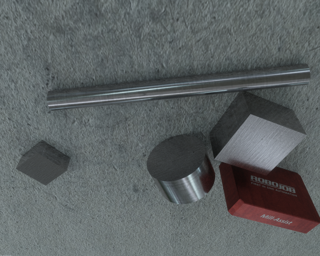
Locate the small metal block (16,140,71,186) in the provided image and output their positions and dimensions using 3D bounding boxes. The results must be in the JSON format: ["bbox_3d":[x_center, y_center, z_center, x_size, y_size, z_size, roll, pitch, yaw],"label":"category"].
[{"bbox_3d":[-0.168,0.051,0.448,0.050,0.025,0.050,-34,123,25],"label":"small metal block"}]

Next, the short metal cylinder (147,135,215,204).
[{"bbox_3d":[0.029,0.055,0.418,0.080,0.080,0.050,-16,129,13],"label":"short metal cylinder"}]

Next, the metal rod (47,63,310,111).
[{"bbox_3d":[0.018,-0.048,0.366,0.302,0.025,0.025,-6,130,4],"label":"metal rod"}]

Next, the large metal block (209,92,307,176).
[{"bbox_3d":[0.122,0.008,0.400,0.081,0.050,0.079,18,128,-16],"label":"large metal block"}]

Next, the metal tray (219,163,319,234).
[{"bbox_3d":[0.155,0.092,0.445,0.131,0.090,0.030,17,128,-15],"label":"metal tray"}]
